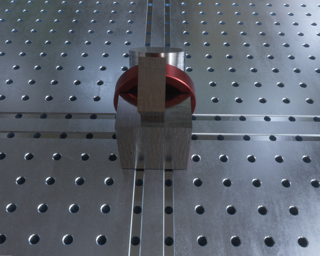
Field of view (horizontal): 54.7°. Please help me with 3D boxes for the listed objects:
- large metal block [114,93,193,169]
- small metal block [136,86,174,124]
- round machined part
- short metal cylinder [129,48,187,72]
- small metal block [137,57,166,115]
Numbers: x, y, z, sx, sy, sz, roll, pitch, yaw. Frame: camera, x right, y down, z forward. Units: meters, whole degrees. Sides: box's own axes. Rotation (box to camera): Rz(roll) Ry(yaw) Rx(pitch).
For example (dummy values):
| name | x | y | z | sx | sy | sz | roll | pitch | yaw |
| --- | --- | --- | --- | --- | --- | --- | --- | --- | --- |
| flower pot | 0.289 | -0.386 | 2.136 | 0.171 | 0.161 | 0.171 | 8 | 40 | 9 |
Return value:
| name | x | y | z | sx | sy | sz | roll | pitch | yaw |
| --- | --- | --- | --- | --- | --- | --- | --- | --- | --- |
| large metal block | -0.007 | 0.006 | 0.366 | 0.081 | 0.080 | 0.050 | 1 | 50 | 0 |
| small metal block | -0.006 | -0.033 | 0.434 | 0.050 | 0.025 | 0.050 | 1 | 50 | 0 |
| round machined part | -0.006 | -0.043 | 0.383 | 0.099 | 0.097 | 0.042 | 1 | 50 | 0 |
| short metal cylinder | -0.003 | -0.086 | 0.442 | 0.081 | 0.050 | 0.080 | 1 | 20 | 0 |
| small metal block | -0.007 | -0.039 | 0.306 | 0.025 | 0.050 | 0.050 | 1 | 88 | 0 |
